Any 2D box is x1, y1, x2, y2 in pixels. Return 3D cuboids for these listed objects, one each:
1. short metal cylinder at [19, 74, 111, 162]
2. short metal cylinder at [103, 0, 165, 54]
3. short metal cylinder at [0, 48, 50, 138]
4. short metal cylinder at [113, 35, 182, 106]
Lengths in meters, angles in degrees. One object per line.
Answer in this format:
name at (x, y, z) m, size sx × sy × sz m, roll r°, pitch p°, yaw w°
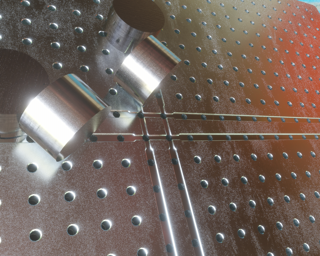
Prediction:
short metal cylinder at (-0.098, -0.011, 0.327) m, size 0.050 × 0.080 × 0.080 m, roll 43°, pitch 51°, yaw 0°
short metal cylinder at (-0.040, -0.158, 0.468) m, size 0.081 × 0.050 × 0.080 m, roll 14°, pitch 56°, yaw -21°
short metal cylinder at (-0.163, -0.037, 0.327) m, size 0.081 × 0.050 × 0.080 m, roll 14°, pitch 56°, yaw -21°
short metal cylinder at (-0.016, -0.075, 0.412) m, size 0.050 × 0.080 × 0.080 m, roll 41°, pitch 51°, yaw -1°
